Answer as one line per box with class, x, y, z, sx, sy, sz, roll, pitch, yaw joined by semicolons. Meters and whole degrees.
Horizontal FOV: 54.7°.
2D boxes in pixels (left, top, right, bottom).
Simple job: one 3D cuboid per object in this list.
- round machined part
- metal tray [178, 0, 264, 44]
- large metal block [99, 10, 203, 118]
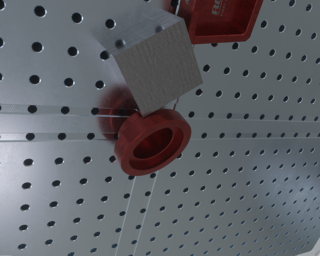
round machined part;-0.013;0.012;0.389;0.099;0.042;0.097;-24;145;-18
metal tray;0.073;-0.157;0.333;0.091;0.030;0.129;-10;135;-23
large metal block;-0.008;-0.072;0.346;0.080;0.050;0.080;-31;129;-8
